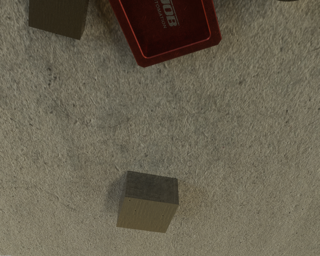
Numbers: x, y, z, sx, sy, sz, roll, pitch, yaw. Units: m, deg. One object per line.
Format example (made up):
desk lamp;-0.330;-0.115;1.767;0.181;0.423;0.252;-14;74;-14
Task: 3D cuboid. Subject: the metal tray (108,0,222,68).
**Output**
metal tray;-0.001;-0.130;0.293;0.090;0.030;0.130;-15;129;12

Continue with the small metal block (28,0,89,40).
small metal block;-0.098;-0.121;0.304;0.050;0.025;0.050;13;129;-11

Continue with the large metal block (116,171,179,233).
large metal block;-0.021;0.119;0.492;0.081;0.050;0.079;11;129;-9
